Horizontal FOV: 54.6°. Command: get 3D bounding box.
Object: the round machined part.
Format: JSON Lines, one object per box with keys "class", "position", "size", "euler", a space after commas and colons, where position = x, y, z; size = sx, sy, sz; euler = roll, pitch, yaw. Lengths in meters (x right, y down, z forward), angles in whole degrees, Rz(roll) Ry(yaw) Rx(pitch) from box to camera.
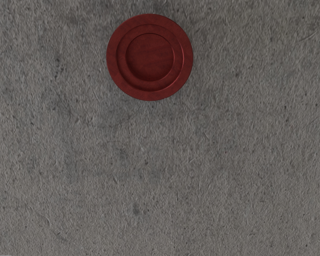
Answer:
{"class": "round machined part", "position": [-0.011, -0.084, 0.369], "size": [0.099, 0.042, 0.097], "euler": [0, 110, 0]}
